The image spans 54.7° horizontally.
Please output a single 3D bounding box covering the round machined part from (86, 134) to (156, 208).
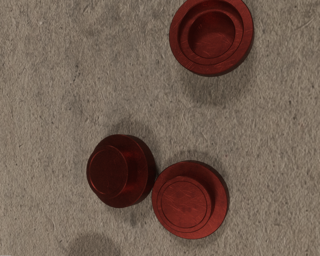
[{"bbox_3d":[-0.058,0.057,0.410,0.098,0.042,0.097,-2,85,30],"label":"round machined part"}]

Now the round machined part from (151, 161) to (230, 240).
[{"bbox_3d":[0.035,0.091,0.387,0.098,0.042,0.097,0,90,19],"label":"round machined part"}]

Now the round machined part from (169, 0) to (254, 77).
[{"bbox_3d":[0.064,-0.111,0.377,0.098,0.042,0.097,0,90,19],"label":"round machined part"}]
